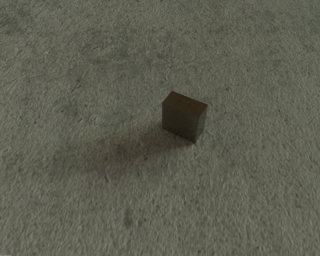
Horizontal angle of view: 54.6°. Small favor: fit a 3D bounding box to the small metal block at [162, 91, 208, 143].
[{"bbox_3d":[0.031,-0.014,0.399,0.050,0.050,0.025,24,54,19],"label":"small metal block"}]
